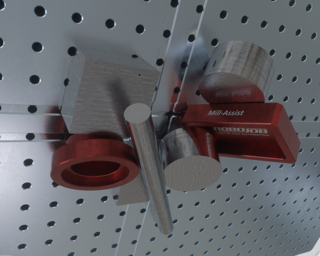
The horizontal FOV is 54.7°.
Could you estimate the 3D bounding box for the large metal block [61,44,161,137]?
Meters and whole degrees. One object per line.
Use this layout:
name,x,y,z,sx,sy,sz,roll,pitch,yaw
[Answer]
large metal block,-0.056,-0.038,0.340,0.081,0.050,0.079,5,116,-31

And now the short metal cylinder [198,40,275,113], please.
short metal cylinder,0.094,-0.060,0.381,0.080,0.080,0.050,47,58,-40

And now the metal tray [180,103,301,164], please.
metal tray,0.104,0.006,0.407,0.090,0.130,0.030,46,58,-40

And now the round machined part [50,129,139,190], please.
round machined part,-0.075,0.036,0.363,0.099,0.042,0.098,-6,149,-4

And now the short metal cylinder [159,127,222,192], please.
short metal cylinder,0.040,0.044,0.426,0.081,0.050,0.080,-4,136,-3

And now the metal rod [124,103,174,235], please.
metal rod,-0.005,0.077,0.404,0.025,0.025,0.299,-26,144,-12

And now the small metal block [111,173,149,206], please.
small metal block,-0.038,0.080,0.440,0.050,0.025,0.050,-1,119,-28
